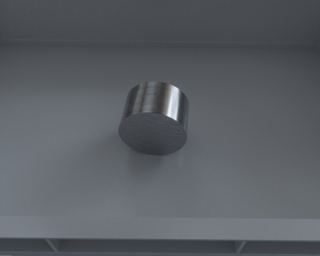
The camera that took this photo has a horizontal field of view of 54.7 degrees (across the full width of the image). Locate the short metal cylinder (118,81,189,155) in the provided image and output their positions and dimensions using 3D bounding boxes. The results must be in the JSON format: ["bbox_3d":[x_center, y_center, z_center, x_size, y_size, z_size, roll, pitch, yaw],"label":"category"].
[{"bbox_3d":[-0.006,-0.010,0.378,0.080,0.080,0.050,5,50,4],"label":"short metal cylinder"}]
